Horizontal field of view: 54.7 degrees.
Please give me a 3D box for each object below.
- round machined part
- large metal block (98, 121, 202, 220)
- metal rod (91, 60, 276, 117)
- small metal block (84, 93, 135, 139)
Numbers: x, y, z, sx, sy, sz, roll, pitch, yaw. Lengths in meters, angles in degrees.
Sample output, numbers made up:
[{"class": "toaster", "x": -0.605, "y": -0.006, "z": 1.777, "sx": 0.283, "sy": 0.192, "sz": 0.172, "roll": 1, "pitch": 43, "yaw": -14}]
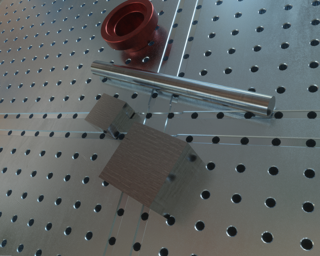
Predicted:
[{"class": "round machined part", "x": -0.047, "y": -0.168, "z": 0.524, "sx": 0.098, "sy": 0.042, "sz": 0.098, "roll": -13, "pitch": 56, "yaw": 20}, {"class": "large metal block", "x": -0.011, "y": 0.048, "z": 0.367, "sx": 0.080, "sy": 0.050, "sz": 0.080, "roll": 22, "pitch": 73, "yaw": 35}, {"class": "metal rod", "x": 0.010, "y": -0.063, "z": 0.440, "sx": 0.300, "sy": 0.025, "sz": 0.025, "roll": 18, "pitch": 71, "yaw": 34}, {"class": "small metal block", "x": -0.074, "y": -0.019, "z": 0.457, "sx": 0.050, "sy": 0.025, "sz": 0.050, "roll": 24, "pitch": 74, "yaw": 36}]
